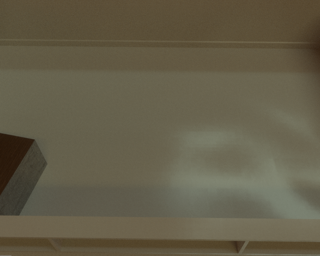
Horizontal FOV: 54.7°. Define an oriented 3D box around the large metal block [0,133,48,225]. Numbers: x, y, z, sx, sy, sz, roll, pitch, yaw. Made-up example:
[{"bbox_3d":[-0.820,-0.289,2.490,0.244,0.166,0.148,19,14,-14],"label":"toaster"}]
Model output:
[{"bbox_3d":[-0.187,0.052,0.344,0.080,0.050,0.080,10,51,8],"label":"large metal block"}]
